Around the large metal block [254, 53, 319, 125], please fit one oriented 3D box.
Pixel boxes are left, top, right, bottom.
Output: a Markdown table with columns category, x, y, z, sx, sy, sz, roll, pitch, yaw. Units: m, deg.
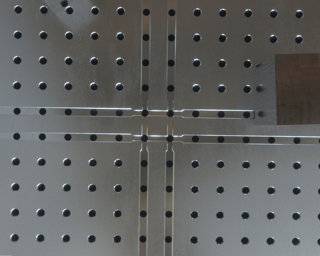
| category | x | y | z | sx | sy | sz | roll | pitch | yaw |
| --- | --- | --- | --- | --- | --- | --- | --- | --- | --- |
| large metal block | 0.155 | -0.044 | 0.387 | 0.050 | 0.080 | 0.080 | -2 | 90 | 0 |

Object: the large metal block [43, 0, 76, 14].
| category | x | y | z | sx | sy | sz | roll | pitch | yaw |
| --- | --- | --- | --- | --- | --- | --- | --- | --- | --- |
| large metal block | -0.146 | -0.202 | 0.385 | 0.050 | 0.080 | 0.080 | -36 | 90 | 0 |
